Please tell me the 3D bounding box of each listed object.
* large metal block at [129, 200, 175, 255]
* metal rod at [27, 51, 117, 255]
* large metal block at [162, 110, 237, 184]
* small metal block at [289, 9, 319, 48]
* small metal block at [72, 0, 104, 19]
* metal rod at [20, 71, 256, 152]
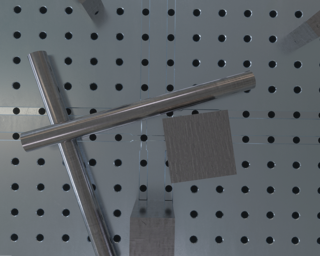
[{"bbox_3d":[-0.009,0.140,0.386,0.050,0.080,0.080,1,90,0],"label":"large metal block"},{"bbox_3d":[-0.115,0.043,0.412,0.025,0.025,0.299,-19,90,0],"label":"metal rod"},{"bbox_3d":[0.048,0.022,0.401,0.080,0.050,0.080,-8,90,0],"label":"large metal block"},{"bbox_3d":[0.205,-0.136,0.402,0.050,0.050,0.025,-39,90,0],"label":"small metal block"},{"bbox_3d":[-0.104,-0.176,0.400,0.050,0.050,0.025,44,90,0],"label":"small metal block"},{"bbox_3d":[-0.022,-0.023,0.398,0.302,0.025,0.025,-16,90,-6],"label":"metal rod"}]
